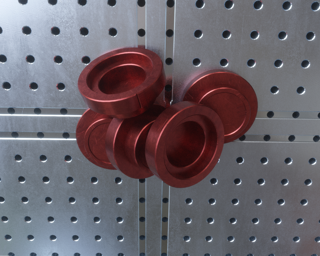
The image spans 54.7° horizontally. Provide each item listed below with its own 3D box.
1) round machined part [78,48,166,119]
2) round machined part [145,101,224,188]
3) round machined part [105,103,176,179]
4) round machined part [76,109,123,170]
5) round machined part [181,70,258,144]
[{"bbox_3d":[-0.041,-0.049,0.361,0.099,0.098,0.042,-12,135,4],"label":"round machined part"},{"bbox_3d":[0.024,0.016,0.359,0.099,0.042,0.097,-12,112,-31],"label":"round machined part"},{"bbox_3d":[-0.014,0.018,0.385,0.099,0.042,0.097,-12,110,-36],"label":"round machined part"},{"bbox_3d":[-0.062,0.012,0.408,0.099,0.042,0.097,0,110,-1],"label":"round machined part"},{"bbox_3d":[0.077,-0.023,0.397,0.099,0.042,0.097,0,110,-1],"label":"round machined part"}]
